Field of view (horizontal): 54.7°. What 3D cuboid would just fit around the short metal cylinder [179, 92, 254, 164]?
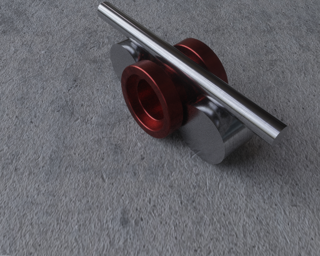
[{"bbox_3d":[0.065,-0.004,0.373,0.050,0.080,0.080,-32,57,-24],"label":"short metal cylinder"}]

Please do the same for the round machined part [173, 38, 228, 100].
[{"bbox_3d":[0.040,-0.066,0.413,0.042,0.098,0.098,-35,58,-20],"label":"round machined part"}]

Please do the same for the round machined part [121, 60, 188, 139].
[{"bbox_3d":[-0.003,-0.039,0.389,0.042,0.097,0.098,-30,56,-28],"label":"round machined part"}]

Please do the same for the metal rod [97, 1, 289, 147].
[{"bbox_3d":[0.018,-0.080,0.369,0.025,0.025,0.300,-33,58,-25],"label":"metal rod"}]

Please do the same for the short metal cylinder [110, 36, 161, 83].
[{"bbox_3d":[-0.028,-0.092,0.445,0.050,0.080,0.080,-32,57,-24],"label":"short metal cylinder"}]
